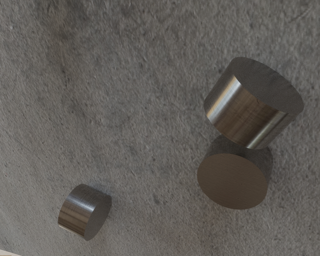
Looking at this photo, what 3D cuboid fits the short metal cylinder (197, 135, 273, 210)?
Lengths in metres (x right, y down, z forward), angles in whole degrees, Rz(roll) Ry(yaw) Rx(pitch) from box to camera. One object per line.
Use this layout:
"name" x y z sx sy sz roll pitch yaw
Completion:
"short metal cylinder" 0.091 0.051 0.373 0.080 0.050 0.079 13 124 20

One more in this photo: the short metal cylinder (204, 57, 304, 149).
"short metal cylinder" 0.091 -0.025 0.307 0.080 0.080 0.050 35 129 5

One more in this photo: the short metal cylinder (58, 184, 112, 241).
"short metal cylinder" -0.125 0.141 0.522 0.050 0.080 0.079 21 126 15
